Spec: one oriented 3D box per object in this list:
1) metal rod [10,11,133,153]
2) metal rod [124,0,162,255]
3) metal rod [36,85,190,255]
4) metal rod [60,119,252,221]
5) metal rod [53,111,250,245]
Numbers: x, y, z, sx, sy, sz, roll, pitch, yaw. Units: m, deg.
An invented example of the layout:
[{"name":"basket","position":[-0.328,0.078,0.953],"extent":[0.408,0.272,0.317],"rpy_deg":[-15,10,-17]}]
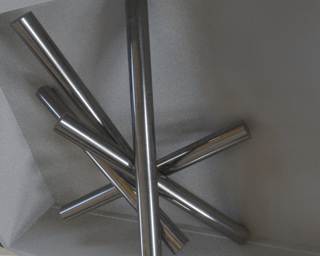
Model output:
[{"name":"metal rod","position":[-0.074,-0.005,0.394],"extent":[0.025,0.025,0.299],"rpy_deg":[-7,131,31]},{"name":"metal rod","position":[-0.018,0.009,0.346],"extent":[0.025,0.025,0.298],"rpy_deg":[-2,93,29]},{"name":"metal rod","position":[-0.075,0.043,0.415],"extent":[0.300,0.025,0.025],"rpy_deg":[44,132,21]},{"name":"metal rod","position":[-0.022,0.066,0.416],"extent":[0.300,0.025,0.025],"rpy_deg":[-28,103,23]},{"name":"metal rod","position":[0.006,0.074,0.388],"extent":[0.301,0.025,0.025],"rpy_deg":[36,132,-22]}]
